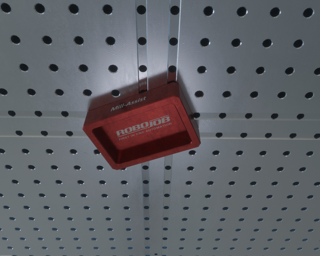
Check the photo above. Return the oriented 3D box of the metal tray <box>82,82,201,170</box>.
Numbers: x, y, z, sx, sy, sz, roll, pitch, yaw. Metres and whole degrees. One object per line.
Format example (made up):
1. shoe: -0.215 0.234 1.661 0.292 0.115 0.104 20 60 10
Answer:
1. metal tray: -0.022 0.002 0.409 0.130 0.030 0.090 -17 128 14
